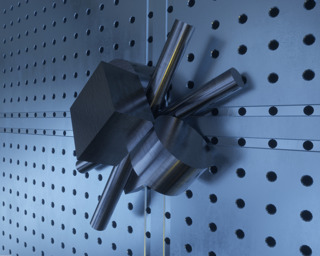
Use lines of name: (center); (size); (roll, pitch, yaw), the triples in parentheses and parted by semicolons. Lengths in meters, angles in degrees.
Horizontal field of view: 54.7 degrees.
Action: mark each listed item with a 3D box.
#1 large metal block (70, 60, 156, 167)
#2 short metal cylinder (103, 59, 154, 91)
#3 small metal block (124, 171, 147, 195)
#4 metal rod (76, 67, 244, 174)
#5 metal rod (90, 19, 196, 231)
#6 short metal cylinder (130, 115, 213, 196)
large metal block: (-0.058, -0.015, 0.354); (0.080, 0.050, 0.080); (-48, 45, 30)
short metal cylinder: (-0.041, -0.050, 0.422); (0.080, 0.050, 0.079); (0, 90, 40)
small metal block: (-0.032, 0.059, 0.431); (0.050, 0.025, 0.050); (-34, 69, 34)
metal rod: (-0.022, 0.004, 0.423); (0.299, 0.025, 0.025); (-29, 72, 36)
metal rod: (-0.030, 0.010, 0.397); (0.025, 0.025, 0.298); (37, 112, 33)
short metal cylinder: (0.013, 0.031, 0.358); (0.050, 0.081, 0.080); (-51, 60, 29)
